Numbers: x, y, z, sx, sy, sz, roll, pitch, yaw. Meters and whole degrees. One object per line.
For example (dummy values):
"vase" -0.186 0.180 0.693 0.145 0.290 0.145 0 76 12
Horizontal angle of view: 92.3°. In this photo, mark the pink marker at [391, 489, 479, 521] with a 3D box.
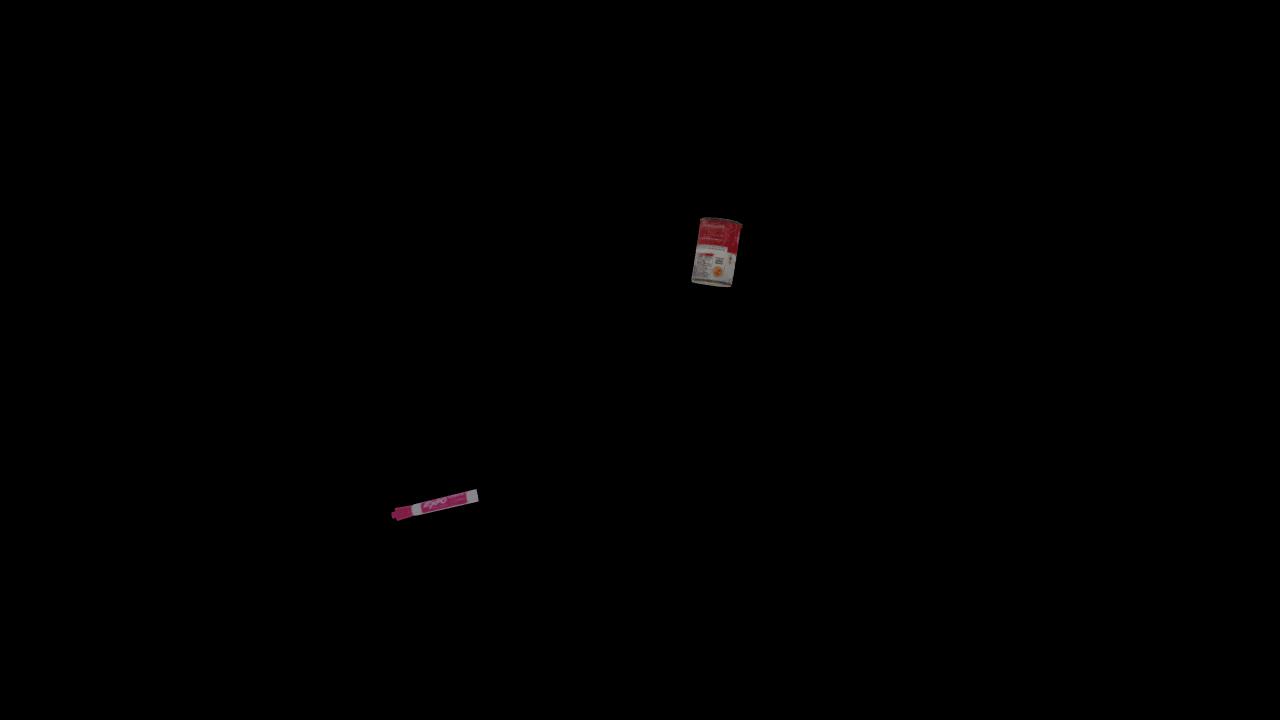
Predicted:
"pink marker" -0.298 0.211 0.895 0.121 0.020 0.020 -11 3 -14

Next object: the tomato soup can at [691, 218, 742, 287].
"tomato soup can" 0.121 -0.170 0.981 0.068 0.101 0.068 9 4 -1
